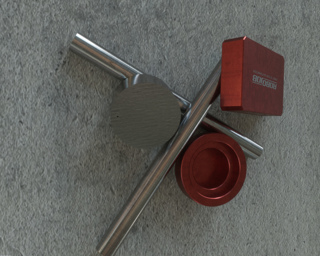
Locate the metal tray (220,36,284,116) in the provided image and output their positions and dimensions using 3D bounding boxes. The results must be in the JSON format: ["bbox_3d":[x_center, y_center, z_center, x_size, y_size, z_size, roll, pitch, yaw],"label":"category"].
[{"bbox_3d":[0.131,-0.064,0.426,0.131,0.030,0.089,2,89,-48],"label":"metal tray"}]

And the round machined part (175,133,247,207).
[{"bbox_3d":[0.066,0.055,0.426,0.099,0.042,0.097,0,90,-20],"label":"round machined part"}]

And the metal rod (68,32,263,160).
[{"bbox_3d":[0.021,-0.034,0.419,0.301,0.025,0.025,30,80,-18],"label":"metal rod"}]

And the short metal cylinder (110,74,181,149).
[{"bbox_3d":[-0.019,-0.021,0.376,0.081,0.050,0.079,-3,111,-7],"label":"short metal cylinder"}]

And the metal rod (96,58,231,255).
[{"bbox_3d":[0.014,0.030,0.397,0.025,0.025,0.300,35,85,-17],"label":"metal rod"}]
